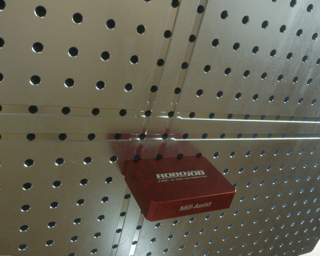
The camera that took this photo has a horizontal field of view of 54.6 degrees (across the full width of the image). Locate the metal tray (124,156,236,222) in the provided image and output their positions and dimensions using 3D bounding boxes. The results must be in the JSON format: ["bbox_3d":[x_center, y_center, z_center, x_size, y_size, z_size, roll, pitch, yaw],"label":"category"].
[{"bbox_3d":[0.027,0.079,0.431,0.131,0.090,0.030,-1,119,-28],"label":"metal tray"}]
